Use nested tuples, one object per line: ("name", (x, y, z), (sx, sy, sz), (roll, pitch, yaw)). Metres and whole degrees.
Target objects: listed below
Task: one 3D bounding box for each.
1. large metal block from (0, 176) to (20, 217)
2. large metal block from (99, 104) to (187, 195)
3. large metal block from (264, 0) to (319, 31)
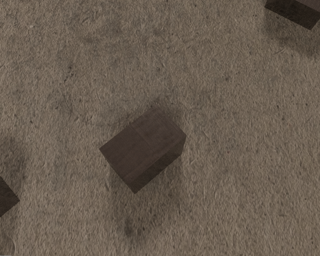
("large metal block", (-0.221, 0.086, 0.345), (0.080, 0.080, 0.050), (-42, 76, -14))
("large metal block", (-0.018, 0.028, 0.368), (0.080, 0.080, 0.050), (-39, 75, -13))
("large metal block", (0.219, -0.209, 0.465), (0.080, 0.050, 0.080), (32, 86, 10))
